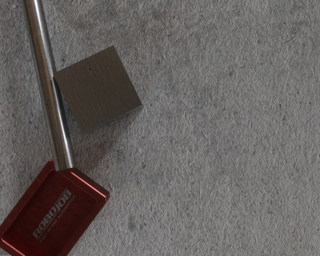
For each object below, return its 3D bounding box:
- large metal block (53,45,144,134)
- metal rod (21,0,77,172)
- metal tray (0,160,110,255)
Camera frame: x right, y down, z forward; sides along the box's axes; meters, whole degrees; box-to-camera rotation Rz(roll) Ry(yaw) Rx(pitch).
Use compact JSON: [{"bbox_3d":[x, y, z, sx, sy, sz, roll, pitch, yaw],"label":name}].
[{"bbox_3d":[-0.075,-0.047,0.396,0.080,0.050,0.080,-26,90,-1],"label":"large metal block"},{"bbox_3d":[-0.149,-0.094,0.393,0.025,0.025,0.298,-13,84,0],"label":"metal rod"},{"bbox_3d":[-0.140,0.115,0.405,0.090,0.030,0.130,36,90,-1],"label":"metal tray"}]
